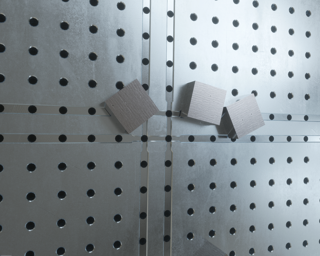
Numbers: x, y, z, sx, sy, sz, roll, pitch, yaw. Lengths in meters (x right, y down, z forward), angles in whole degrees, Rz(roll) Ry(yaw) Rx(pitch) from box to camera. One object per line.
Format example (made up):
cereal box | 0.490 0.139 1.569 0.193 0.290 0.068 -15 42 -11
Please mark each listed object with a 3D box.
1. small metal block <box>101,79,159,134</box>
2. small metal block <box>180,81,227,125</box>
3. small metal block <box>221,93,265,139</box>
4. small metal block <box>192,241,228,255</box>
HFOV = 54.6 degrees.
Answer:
small metal block | -0.038 -0.027 0.398 0.050 0.025 0.050 -39 103 -16
small metal block | 0.061 -0.034 0.435 0.050 0.025 0.050 14 85 -20
small metal block | 0.119 -0.017 0.456 0.050 0.025 0.050 -25 99 -18
small metal block | 0.066 0.189 0.424 0.050 0.050 0.025 -38 102 -16
